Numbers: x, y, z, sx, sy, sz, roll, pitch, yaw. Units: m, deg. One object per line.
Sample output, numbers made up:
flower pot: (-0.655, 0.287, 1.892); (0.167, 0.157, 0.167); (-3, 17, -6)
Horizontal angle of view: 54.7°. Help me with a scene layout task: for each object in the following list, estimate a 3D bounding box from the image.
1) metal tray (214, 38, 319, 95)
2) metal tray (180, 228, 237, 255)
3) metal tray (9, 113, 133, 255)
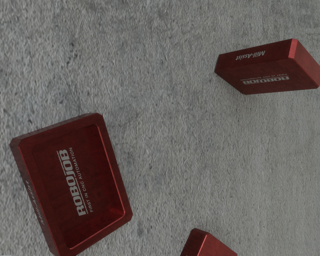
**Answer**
metal tray: (0.161, -0.087, 0.471); (0.090, 0.130, 0.030); (27, 73, -37)
metal tray: (0.057, 0.226, 0.449); (0.090, 0.030, 0.130); (44, 64, -31)
metal tray: (-0.088, 0.058, 0.327); (0.091, 0.030, 0.129); (-24, 106, -37)
